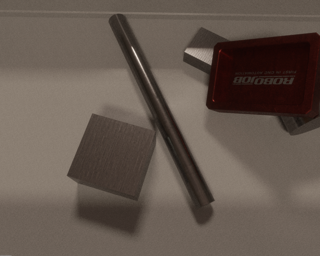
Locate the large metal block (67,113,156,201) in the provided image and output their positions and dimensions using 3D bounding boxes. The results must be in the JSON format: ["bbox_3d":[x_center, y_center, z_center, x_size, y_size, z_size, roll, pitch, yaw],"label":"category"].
[{"bbox_3d":[-0.055,0.037,0.382,0.080,0.050,0.080,16,71,5],"label":"large metal block"}]

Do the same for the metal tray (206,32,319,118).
[{"bbox_3d":[0.125,-0.062,0.380,0.130,0.030,0.089,6,87,40],"label":"metal tray"}]

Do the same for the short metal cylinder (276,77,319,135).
[{"bbox_3d":[0.193,-0.030,0.394,0.081,0.080,0.050,-18,71,-7],"label":"short metal cylinder"}]

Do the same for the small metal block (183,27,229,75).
[{"bbox_3d":[0.069,-0.111,0.451,0.050,0.025,0.050,30,72,10],"label":"small metal block"}]

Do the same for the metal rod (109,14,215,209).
[{"bbox_3d":[-0.005,-0.035,0.422,0.025,0.025,0.299,-23,72,-8],"label":"metal rod"}]
